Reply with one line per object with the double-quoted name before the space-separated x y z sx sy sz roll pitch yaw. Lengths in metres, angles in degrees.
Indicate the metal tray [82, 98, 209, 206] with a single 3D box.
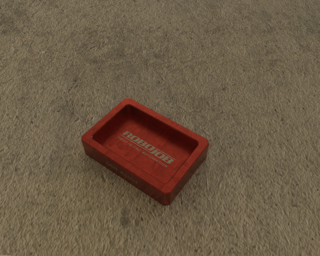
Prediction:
"metal tray" -0.018 0.023 0.381 0.130 0.030 0.090 29 55 22
